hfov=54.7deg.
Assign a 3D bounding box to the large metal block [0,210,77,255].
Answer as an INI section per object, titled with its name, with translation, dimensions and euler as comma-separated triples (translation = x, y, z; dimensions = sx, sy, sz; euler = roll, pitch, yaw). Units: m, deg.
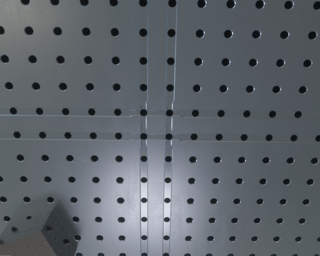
[large metal block]
translation = -0.186, 0.181, 0.465
dimensions = 0.080, 0.050, 0.080
euler = -21, 109, 7
